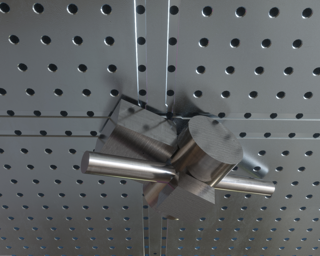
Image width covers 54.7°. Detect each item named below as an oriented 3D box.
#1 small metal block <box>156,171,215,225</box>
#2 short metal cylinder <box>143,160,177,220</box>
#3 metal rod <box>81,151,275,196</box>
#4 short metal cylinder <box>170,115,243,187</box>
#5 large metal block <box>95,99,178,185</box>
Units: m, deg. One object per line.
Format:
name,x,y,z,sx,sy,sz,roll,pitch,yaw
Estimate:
small metal block,0.031,0.086,0.377,0.050,0.025,0.050,28,125,-12
short metal cylinder,0.023,0.082,0.441,0.080,0.080,0.050,24,126,-19
metal rod,0.045,0.066,0.412,0.302,0.025,0.025,13,131,-31
short metal cylinder,0.058,0.030,0.397,0.080,0.080,0.050,22,127,-18
large metal block,-0.033,0.021,0.405,0.080,0.050,0.080,23,126,-19
